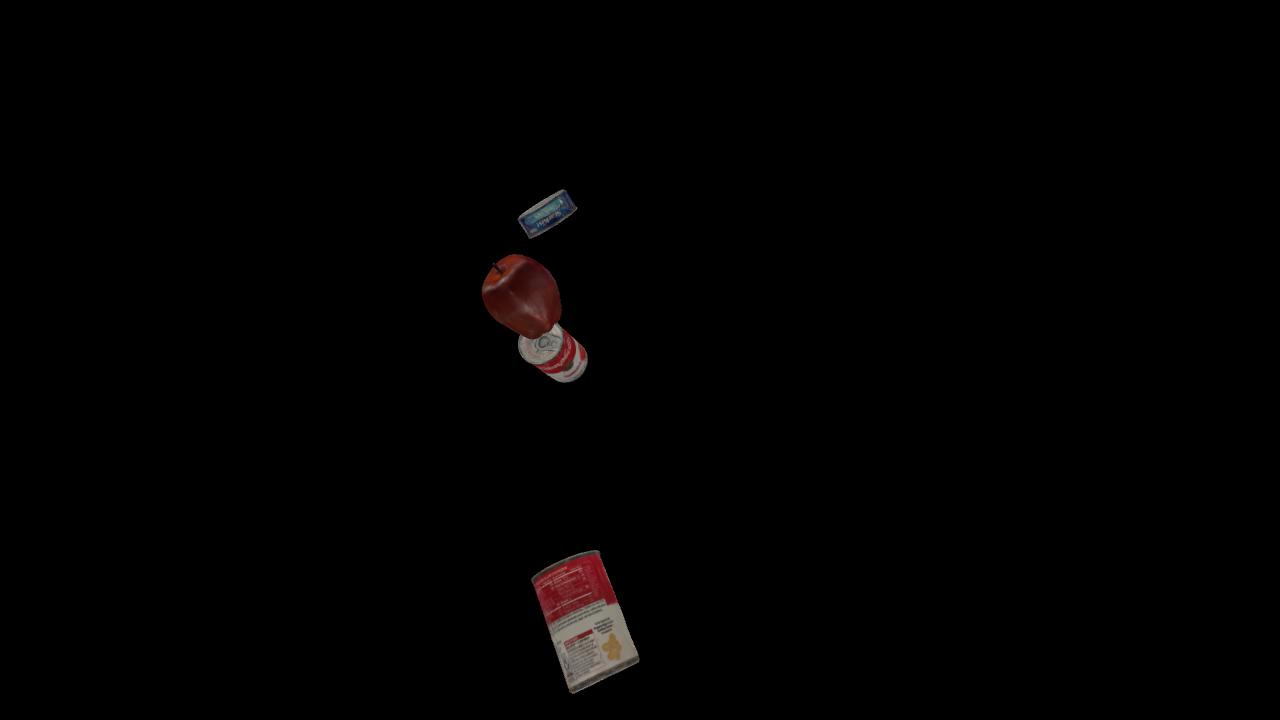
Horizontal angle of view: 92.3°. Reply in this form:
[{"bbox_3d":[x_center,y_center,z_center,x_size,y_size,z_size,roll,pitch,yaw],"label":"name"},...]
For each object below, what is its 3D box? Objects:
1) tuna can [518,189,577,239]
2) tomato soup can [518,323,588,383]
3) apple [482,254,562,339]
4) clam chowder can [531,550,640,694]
[{"bbox_3d":[-0.135,-0.213,0.894,0.084,0.034,0.084,-27,21,12],"label":"tuna can"},{"bbox_3d":[-0.122,-0.011,0.879,0.068,0.068,0.101,0,-18,16],"label":"tomato soup can"},{"bbox_3d":[-0.126,-0.070,0.664,0.079,0.079,0.093,0,-42,45],"label":"apple"},{"bbox_3d":[-0.049,0.233,0.552,0.068,0.102,0.068,-21,-25,-10],"label":"clam chowder can"}]
